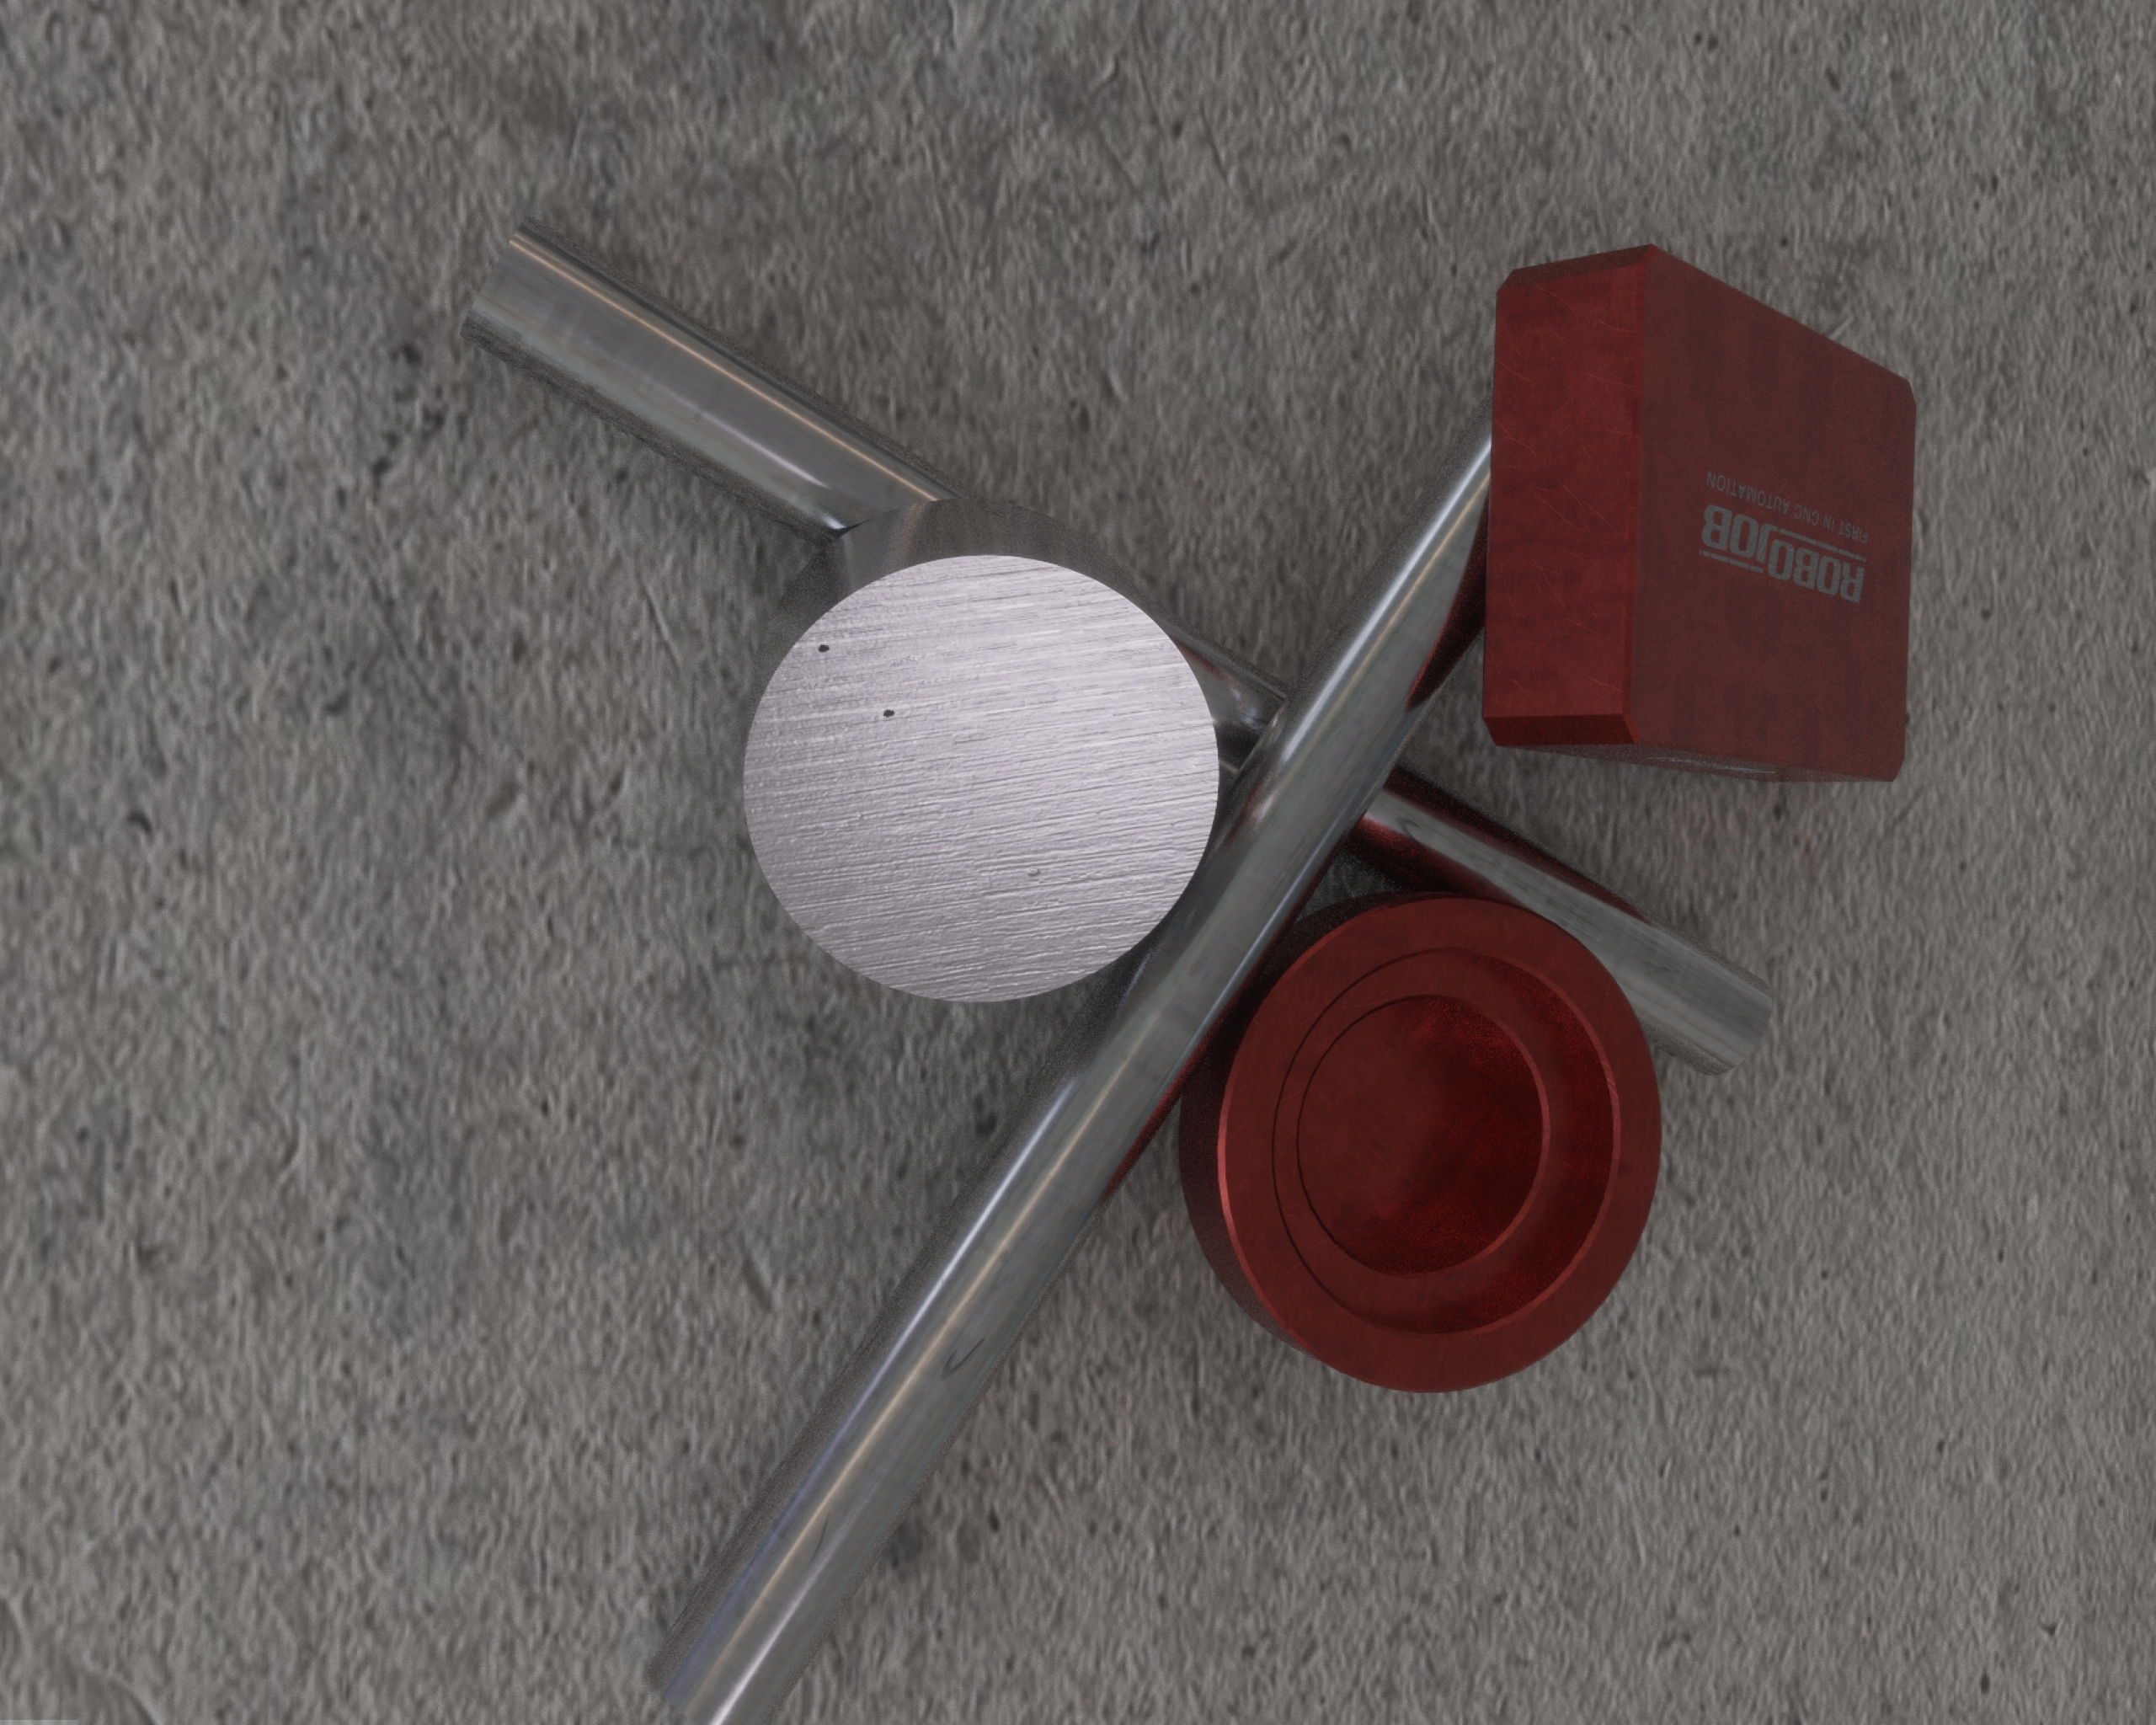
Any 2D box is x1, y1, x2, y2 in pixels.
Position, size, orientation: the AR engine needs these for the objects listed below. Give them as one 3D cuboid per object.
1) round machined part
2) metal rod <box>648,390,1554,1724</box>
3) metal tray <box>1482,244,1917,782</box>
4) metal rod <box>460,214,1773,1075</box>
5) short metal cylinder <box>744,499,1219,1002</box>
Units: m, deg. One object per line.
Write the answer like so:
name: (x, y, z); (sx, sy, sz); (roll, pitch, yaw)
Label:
round machined part: (0.066, 0.055, 0.426); (0.099, 0.042, 0.097); (0, 90, -20)
metal rod: (0.014, 0.030, 0.397); (0.025, 0.025, 0.300); (35, 85, -17)
metal tray: (0.131, -0.064, 0.426); (0.131, 0.030, 0.089); (2, 89, -48)
metal rod: (0.021, -0.034, 0.419); (0.301, 0.025, 0.025); (30, 80, -18)
short metal cylinder: (-0.019, -0.021, 0.376); (0.081, 0.050, 0.079); (-3, 111, -7)
